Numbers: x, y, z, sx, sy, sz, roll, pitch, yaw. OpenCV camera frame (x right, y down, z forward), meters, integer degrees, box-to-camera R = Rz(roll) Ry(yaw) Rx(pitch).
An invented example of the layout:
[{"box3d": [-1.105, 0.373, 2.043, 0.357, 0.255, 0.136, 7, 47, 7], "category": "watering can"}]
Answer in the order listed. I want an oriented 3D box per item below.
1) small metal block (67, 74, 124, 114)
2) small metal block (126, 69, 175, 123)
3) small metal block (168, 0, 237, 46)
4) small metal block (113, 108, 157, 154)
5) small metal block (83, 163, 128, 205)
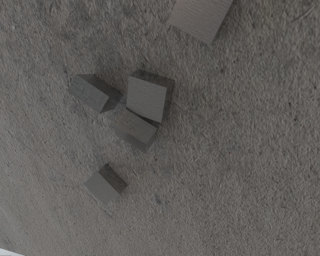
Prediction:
[{"box3d": [-0.082, -0.046, 0.402, 0.050, 0.050, 0.025, 34, 106, 5], "category": "small metal block"}, {"box3d": [-0.013, -0.040, 0.389, 0.050, 0.025, 0.050, 20, 126, 16], "category": "small metal block"}, {"box3d": [0.043, -0.120, 0.310, 0.050, 0.025, 0.050, 32, 129, 7], "category": "small metal block"}, {"box3d": [-0.033, 0.005, 0.412, 0.050, 0.025, 0.050, 32, 162, 7], "category": "small metal block"}, {"box3d": [-0.090, 0.093, 0.512, 0.050, 0.025, 0.050, 47, 129, -5], "category": "small metal block"}]
